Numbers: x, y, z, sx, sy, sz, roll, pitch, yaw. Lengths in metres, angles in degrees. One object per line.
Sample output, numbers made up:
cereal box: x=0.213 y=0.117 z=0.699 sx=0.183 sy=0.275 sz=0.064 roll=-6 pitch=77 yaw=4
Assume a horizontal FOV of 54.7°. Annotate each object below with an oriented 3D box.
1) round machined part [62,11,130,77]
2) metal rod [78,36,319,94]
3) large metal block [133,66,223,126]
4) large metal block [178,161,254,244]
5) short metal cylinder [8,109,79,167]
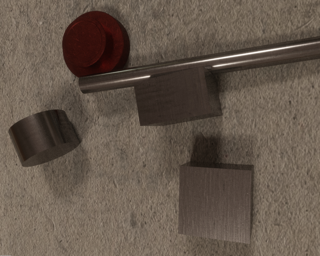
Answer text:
round machined part: x=-0.096 y=-0.115 z=0.432 sx=0.098 sy=0.042 sz=0.097 roll=0 pitch=90 yaw=19
metal rod: x=0.040 y=-0.075 z=0.383 sx=0.301 sy=0.025 sz=0.025 roll=-6 pitch=88 yaw=15
large metal block: x=0.025 y=-0.034 z=0.370 sx=0.080 sy=0.080 sz=0.050 roll=-10 pitch=87 yaw=19
large metal block: x=0.068 y=0.085 z=0.371 sx=0.080 sy=0.050 sz=0.079 roll=1 pitch=91 yaw=19
short metal cylinder: x=-0.162 y=0.015 z=0.435 sx=0.080 sy=0.080 sz=0.050 roll=-29 pitch=81 yaw=17
